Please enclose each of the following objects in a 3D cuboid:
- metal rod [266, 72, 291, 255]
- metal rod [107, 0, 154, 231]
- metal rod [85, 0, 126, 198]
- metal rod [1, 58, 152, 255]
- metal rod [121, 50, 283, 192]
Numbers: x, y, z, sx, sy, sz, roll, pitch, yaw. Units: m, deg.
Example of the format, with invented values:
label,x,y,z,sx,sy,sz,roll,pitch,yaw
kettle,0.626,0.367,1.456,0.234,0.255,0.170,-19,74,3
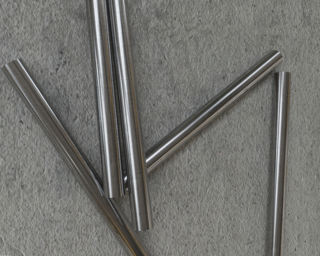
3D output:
label,x,y,z,sx,sy,sz,roll,pitch,yaw
metal rod,0.182,0.065,0.475,0.025,0.025,0.298,3,89,-20
metal rod,-0.038,-0.029,0.377,0.025,0.025,0.298,-6,86,-20
metal rod,-0.069,-0.068,0.372,0.025,0.025,0.298,-5,88,-20
metal rod,-0.091,0.055,0.375,0.025,0.025,0.299,-34,101,-17
metal rod,0.064,-0.019,0.432,0.301,0.025,0.025,-38,103,-16
